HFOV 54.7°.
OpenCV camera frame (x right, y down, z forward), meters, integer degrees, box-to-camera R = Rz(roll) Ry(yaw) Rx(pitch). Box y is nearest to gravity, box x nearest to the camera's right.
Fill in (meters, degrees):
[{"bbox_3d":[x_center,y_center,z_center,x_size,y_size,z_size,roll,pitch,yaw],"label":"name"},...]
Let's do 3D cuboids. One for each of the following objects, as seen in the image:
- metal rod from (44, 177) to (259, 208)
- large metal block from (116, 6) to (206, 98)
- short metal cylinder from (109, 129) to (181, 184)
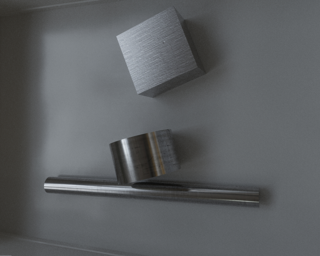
[{"bbox_3d":[-0.024,0.084,0.417,0.301,0.025,0.025,-1,90,19],"label":"metal rod"},{"bbox_3d":[0.003,-0.093,0.396,0.080,0.050,0.080,-22,83,18],"label":"large metal block"},{"bbox_3d":[-0.019,0.035,0.387,0.080,0.080,0.050,-16,85,19],"label":"short metal cylinder"}]
